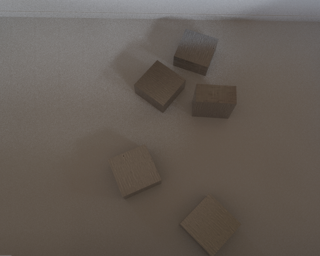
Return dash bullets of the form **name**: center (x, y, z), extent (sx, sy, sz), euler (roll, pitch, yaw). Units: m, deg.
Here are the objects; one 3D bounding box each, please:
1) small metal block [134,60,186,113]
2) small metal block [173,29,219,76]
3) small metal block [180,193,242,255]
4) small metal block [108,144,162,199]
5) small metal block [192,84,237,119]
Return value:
- **small metal block**: center (0.000, -0.058, 0.431), extent (0.050, 0.025, 0.050), euler (37, 74, 12)
- **small metal block**: center (0.052, -0.110, 0.451), extent (0.050, 0.025, 0.050), euler (20, 71, 6)
- **small metal block**: center (0.059, 0.115, 0.368), extent (0.050, 0.025, 0.050), euler (-43, 76, -14)
- **small metal block**: center (-0.031, 0.055, 0.389), extent (0.050, 0.025, 0.050), euler (-22, 72, -8)
- **small metal block**: center (0.070, -0.034, 0.410), extent (0.050, 0.050, 0.025), euler (4, 70, 1)
